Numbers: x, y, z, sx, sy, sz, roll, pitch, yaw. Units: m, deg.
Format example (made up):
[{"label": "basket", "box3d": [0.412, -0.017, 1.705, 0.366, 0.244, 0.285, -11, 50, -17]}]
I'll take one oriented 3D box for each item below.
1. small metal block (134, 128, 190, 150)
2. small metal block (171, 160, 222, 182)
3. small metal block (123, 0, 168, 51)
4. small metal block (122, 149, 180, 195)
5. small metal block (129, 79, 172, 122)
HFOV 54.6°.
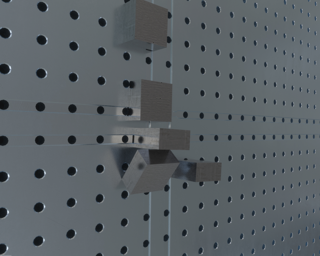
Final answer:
[{"label": "small metal block", "box3d": [0.002, 0.014, 0.394, 0.050, 0.050, 0.025, 4, 87, -40]}, {"label": "small metal block", "box3d": [0.050, 0.059, 0.434, 0.050, 0.050, 0.025, 5, 87, -40]}, {"label": "small metal block", "box3d": [-0.018, -0.130, 0.393, 0.050, 0.025, 0.050, 3, 88, -40]}, {"label": "small metal block", "box3d": [-0.012, 0.053, 0.382, 0.050, 0.025, 0.050, 2, 128, -40]}, {"label": "small metal block", "box3d": [-0.012, -0.033, 0.398, 0.050, 0.025, 0.050, 2, 89, -40]}]
